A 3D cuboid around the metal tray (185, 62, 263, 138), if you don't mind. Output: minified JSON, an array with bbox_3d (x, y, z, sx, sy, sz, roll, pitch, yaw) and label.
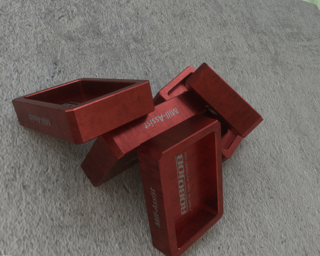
[{"bbox_3d":[0.076,-0.034,0.397,0.090,0.030,0.130,44,6,1],"label":"metal tray"}]

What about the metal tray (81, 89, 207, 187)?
[{"bbox_3d":[-0.017,0.010,0.349,0.131,0.090,0.030,-28,78,-38],"label":"metal tray"}]

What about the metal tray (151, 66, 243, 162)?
[{"bbox_3d":[0.062,-0.020,0.450,0.130,0.030,0.090,44,51,2],"label":"metal tray"}]

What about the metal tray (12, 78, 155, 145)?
[{"bbox_3d":[-0.081,-0.024,0.317,0.091,0.130,0.030,-27,116,-38],"label":"metal tray"}]

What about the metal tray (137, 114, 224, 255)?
[{"bbox_3d":[0.027,0.061,0.328,0.091,0.030,0.129,-28,122,-37],"label":"metal tray"}]
